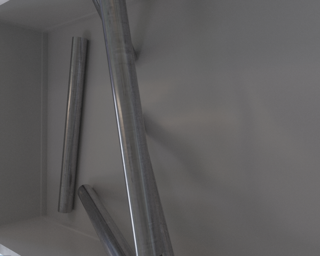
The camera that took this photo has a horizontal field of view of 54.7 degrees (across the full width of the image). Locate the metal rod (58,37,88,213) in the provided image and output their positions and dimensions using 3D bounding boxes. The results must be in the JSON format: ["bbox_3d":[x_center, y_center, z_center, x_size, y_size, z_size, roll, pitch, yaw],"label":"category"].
[{"bbox_3d":[-0.150,-0.002,0.530,0.025,0.025,0.298,11,97,39],"label":"metal rod"}]

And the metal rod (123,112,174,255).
[{"bbox_3d":[-0.011,0.085,0.337,0.025,0.025,0.300,-50,36,28],"label":"metal rod"}]

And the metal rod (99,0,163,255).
[{"bbox_3d":[-0.032,-0.034,0.289,0.025,0.025,0.298,-12,85,39],"label":"metal rod"}]

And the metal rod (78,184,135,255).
[{"bbox_3d":[-0.065,0.123,0.376,0.300,0.025,0.025,-163,78,-66],"label":"metal rod"}]

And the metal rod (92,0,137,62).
[{"bbox_3d":[-0.075,-0.172,0.321,0.025,0.299,0.025,-6,61,10],"label":"metal rod"}]
